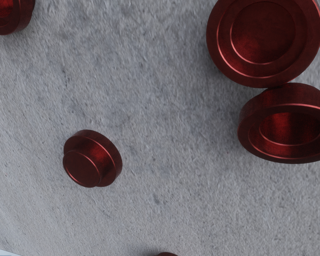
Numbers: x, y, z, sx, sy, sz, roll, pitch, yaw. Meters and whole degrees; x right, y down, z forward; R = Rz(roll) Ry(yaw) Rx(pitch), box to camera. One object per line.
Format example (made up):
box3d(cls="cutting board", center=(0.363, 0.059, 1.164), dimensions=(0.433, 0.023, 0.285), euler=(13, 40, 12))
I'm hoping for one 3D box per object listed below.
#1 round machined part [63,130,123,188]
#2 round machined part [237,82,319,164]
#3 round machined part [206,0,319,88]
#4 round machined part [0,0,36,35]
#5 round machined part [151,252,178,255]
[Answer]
box3d(cls="round machined part", center=(-0.112, 0.055, 0.487), dimensions=(0.098, 0.042, 0.097), euler=(13, 124, 20))
box3d(cls="round machined part", center=(0.129, -0.007, 0.308), dimensions=(0.098, 0.042, 0.098), euler=(11, 146, 8))
box3d(cls="round machined part", center=(0.097, -0.090, 0.289), dimensions=(0.098, 0.042, 0.097), euler=(13, 124, 20))
box3d(cls="round machined part", center=(-0.200, -0.172, 0.392), dimensions=(0.098, 0.042, 0.097), euler=(13, 124, 20))
box3d(cls="round machined part", center=(0.016, 0.260, 0.546), dimensions=(0.098, 0.042, 0.097), euler=(13, 124, 20))
